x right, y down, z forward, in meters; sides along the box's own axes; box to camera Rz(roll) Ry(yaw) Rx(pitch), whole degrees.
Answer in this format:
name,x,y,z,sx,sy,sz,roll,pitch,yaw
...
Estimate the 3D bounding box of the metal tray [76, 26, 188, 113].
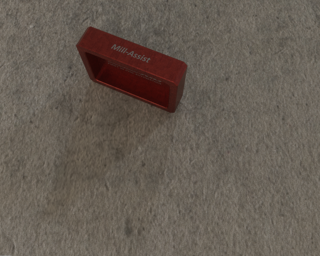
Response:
name,x,y,z,sx,sy,sz,roll,pitch,yaw
metal tray,-0.034,-0.071,0.399,0.130,0.090,0.030,22,72,7
